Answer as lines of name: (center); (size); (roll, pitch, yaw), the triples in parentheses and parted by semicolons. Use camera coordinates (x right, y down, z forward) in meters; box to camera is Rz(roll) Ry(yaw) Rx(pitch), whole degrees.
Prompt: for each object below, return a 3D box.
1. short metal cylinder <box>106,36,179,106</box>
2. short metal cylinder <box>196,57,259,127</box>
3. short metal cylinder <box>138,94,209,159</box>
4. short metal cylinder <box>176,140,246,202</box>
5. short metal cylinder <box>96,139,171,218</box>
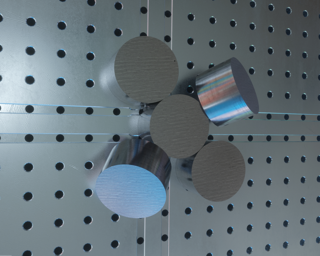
short metal cylinder: (-0.023, -0.070, 0.391); (0.081, 0.050, 0.079); (0, 90, -21)
short metal cylinder: (0.091, -0.047, 0.412); (0.080, 0.050, 0.080); (36, 42, -41)
short metal cylinder: (0.017, -0.002, 0.406); (0.081, 0.050, 0.079); (0, 90, -21)
short metal cylinder: (0.069, 0.056, 0.426); (0.081, 0.050, 0.079); (0, 90, -21)
short metal cylinder: (-0.029, 0.060, 0.367); (0.080, 0.050, 0.079); (4, 121, 7)
